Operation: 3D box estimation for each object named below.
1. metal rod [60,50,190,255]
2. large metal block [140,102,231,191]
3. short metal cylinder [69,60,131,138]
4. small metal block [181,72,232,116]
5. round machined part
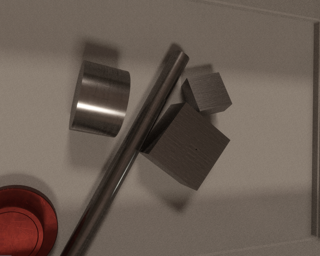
[{"bbox_3d":[-0.041,0.031,0.396,0.025,0.025,0.299,31,80,-18],"label":"metal rod"},{"bbox_3d":[0.031,0.023,0.410,0.080,0.050,0.080,39,78,-16],"label":"large metal block"},{"bbox_3d":[-0.071,-0.032,0.356,0.050,0.080,0.080,11,86,-20],"label":"short metal cylinder"},{"bbox_3d":[0.064,-0.045,0.427,0.050,0.025,0.050,-13,74,-20],"label":"small metal block"},{"bbox_3d":[-0.164,0.115,0.341,0.099,0.042,0.097,0,90,-21],"label":"round machined part"}]
